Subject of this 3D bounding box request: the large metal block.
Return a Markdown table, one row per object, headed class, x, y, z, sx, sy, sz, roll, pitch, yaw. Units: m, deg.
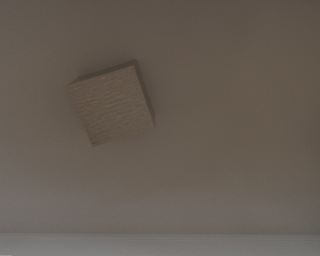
| class | x | y | z | sx | sy | sz | roll | pitch | yaw |
| --- | --- | --- | --- | --- | --- | --- | --- | --- | --- |
| large metal block | -0.056 | -0.032 | 0.385 | 0.080 | 0.050 | 0.080 | -16 | 110 | 5 |
